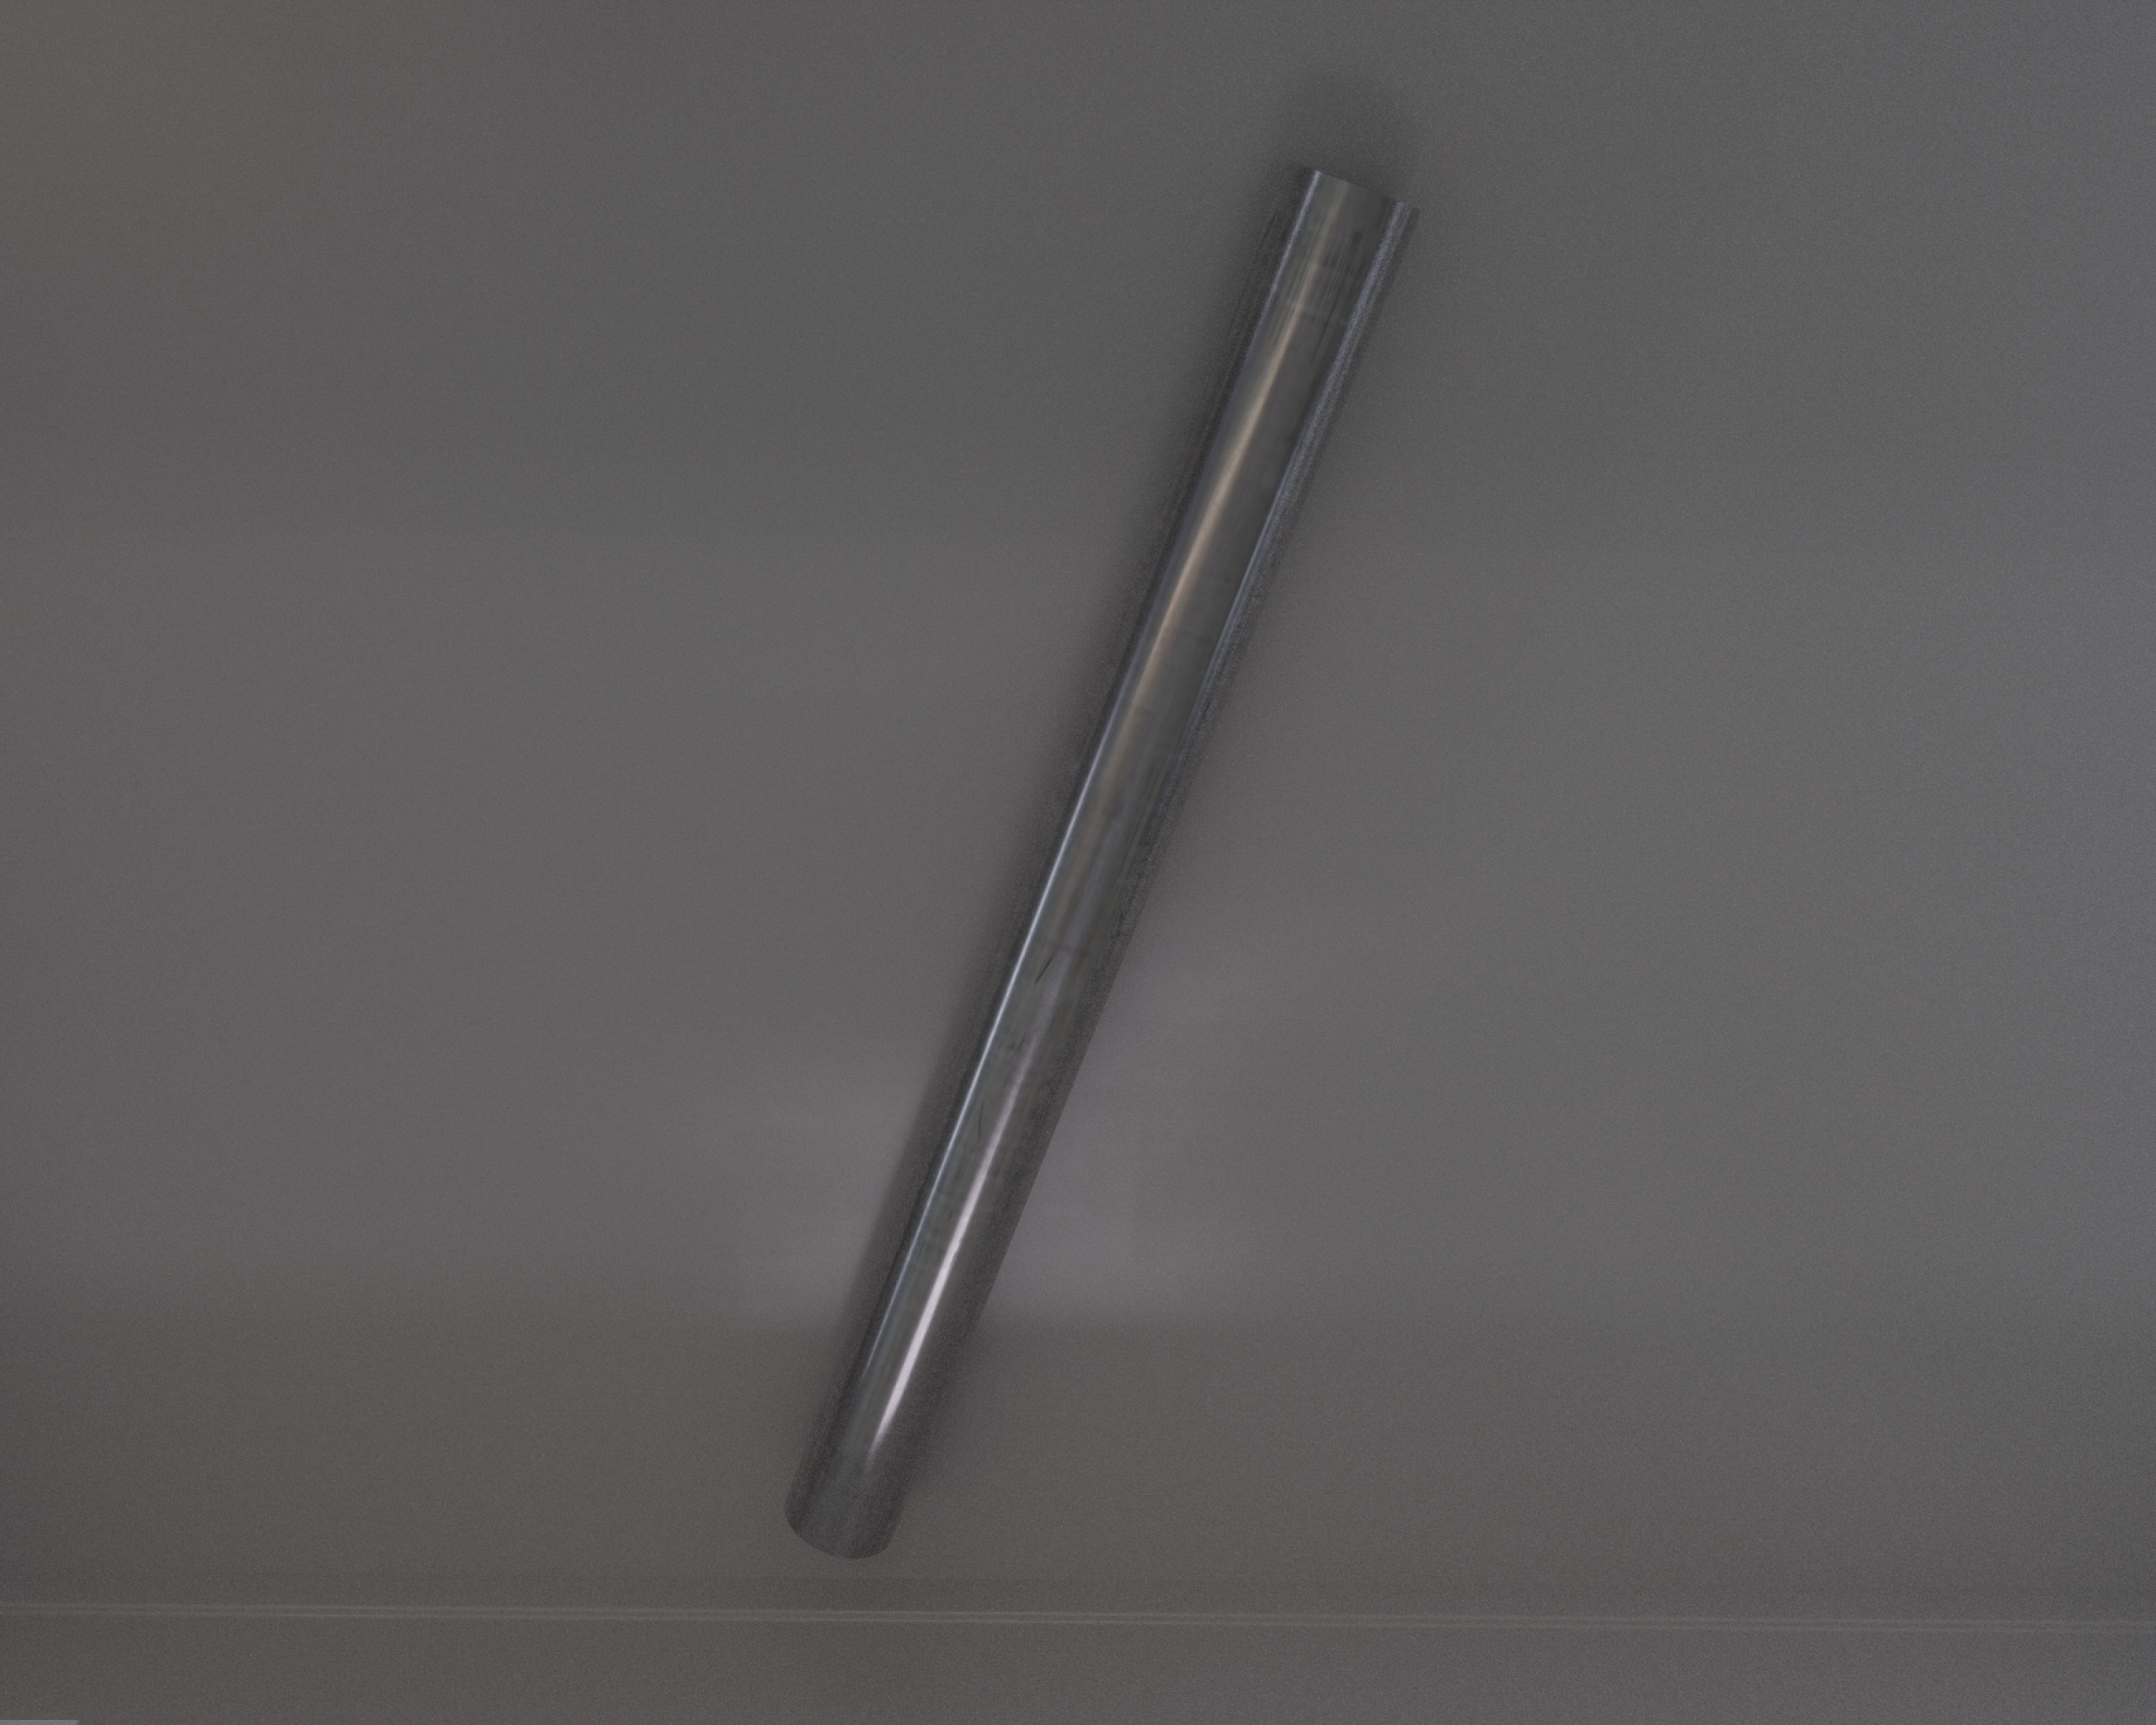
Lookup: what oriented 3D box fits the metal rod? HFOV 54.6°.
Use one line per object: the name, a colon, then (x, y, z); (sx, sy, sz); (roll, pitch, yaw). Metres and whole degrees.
metal rod: (-0.002, 0.013, 0.413); (0.025, 0.025, 0.298); (19, 109, -7)
